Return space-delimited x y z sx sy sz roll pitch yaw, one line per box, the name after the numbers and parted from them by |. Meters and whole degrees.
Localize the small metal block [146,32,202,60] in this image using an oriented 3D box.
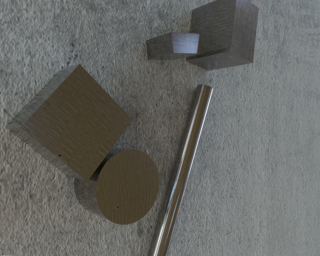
0.018 -0.105 0.403 0.050 0.050 0.025 -11 97 -40 | small metal block

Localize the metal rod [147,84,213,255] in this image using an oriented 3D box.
0.024 0.079 0.424 0.025 0.025 0.299 28 73 -37 | metal rod

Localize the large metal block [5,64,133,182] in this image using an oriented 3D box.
-0.089 -0.005 0.314 0.080 0.050 0.080 49 61 -29 | large metal block

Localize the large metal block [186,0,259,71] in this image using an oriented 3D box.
0.088 -0.133 0.442 0.050 0.080 0.080 13 82 -39 | large metal block

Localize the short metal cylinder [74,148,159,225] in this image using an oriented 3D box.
-0.048 0.062 0.348 0.081 0.050 0.080 0 90 -40 | short metal cylinder
